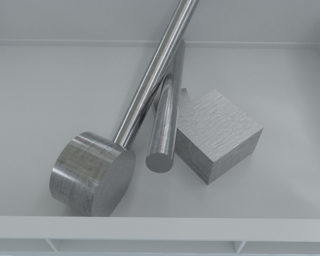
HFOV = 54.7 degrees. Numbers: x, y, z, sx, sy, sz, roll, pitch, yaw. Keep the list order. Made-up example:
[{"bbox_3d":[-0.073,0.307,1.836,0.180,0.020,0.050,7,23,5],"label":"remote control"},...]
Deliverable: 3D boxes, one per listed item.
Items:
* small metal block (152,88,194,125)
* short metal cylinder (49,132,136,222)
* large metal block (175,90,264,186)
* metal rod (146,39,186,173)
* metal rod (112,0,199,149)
[{"bbox_3d":[0.017,-0.026,0.427,0.050,0.025,0.050,-8,51,-7],"label":"small metal block"},{"bbox_3d":[-0.068,0.050,0.327,0.050,0.080,0.080,22,54,17],"label":"short metal cylinder"},{"bbox_3d":[0.064,0.009,0.382,0.081,0.050,0.080,-31,57,-23],"label":"large metal block"},{"bbox_3d":[0.015,-0.054,0.403,0.025,0.025,0.300,5,36,4],"label":"metal rod"},{"bbox_3d":[0.007,-0.100,0.410,0.025,0.025,0.299,21,78,16],"label":"metal rod"}]
